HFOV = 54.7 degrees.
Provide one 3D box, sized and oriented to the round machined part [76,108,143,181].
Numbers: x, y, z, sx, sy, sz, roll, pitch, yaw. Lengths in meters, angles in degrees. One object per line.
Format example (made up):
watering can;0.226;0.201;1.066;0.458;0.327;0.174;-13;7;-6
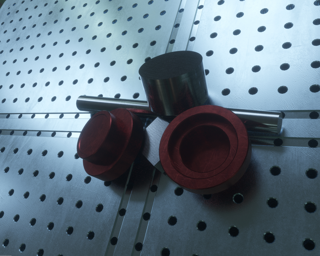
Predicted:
round machined part;-0.071;0.016;0.403;0.098;0.042;0.098;-28;45;33

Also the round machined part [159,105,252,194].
round machined part;0.052;0.026;0.346;0.098;0.042;0.098;-11;60;19

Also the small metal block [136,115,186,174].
small metal block;0.001;0.020;0.390;0.050;0.025;0.050;-45;51;-3

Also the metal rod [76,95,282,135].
metal rod;0.003;-0.022;0.415;0.300;0.025;0.025;8;66;31

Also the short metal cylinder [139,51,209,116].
short metal cylinder;0.018;-0.059;0.395;0.080;0.050;0.080;-11;34;7
